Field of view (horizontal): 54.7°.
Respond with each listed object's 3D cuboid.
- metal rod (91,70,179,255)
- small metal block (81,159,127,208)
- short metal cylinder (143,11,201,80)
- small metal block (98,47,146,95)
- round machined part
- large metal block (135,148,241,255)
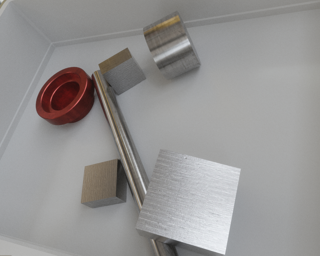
[{"bbox_3d":[-0.044,0.028,0.402,0.025,0.025,0.299,-31,54,8],"label":"metal rod"},{"bbox_3d":[-0.071,0.072,0.397,0.050,0.025,0.050,-15,56,20],"label":"small metal block"},{"bbox_3d":[0.018,-0.113,0.429,0.050,0.080,0.080,-23,53,14],"label":"short metal cylinder"},{"bbox_3d":[-0.056,-0.085,0.468,0.050,0.050,0.025,-29,53,6],"label":"small metal block"},{"bbox_3d":[-0.146,-0.047,0.498,0.098,0.042,0.098,-13,56,21],"label":"round machined part"},{"bbox_3d":[0.028,0.075,0.308,0.080,0.050,0.080,14,64,8],"label":"large metal block"}]
